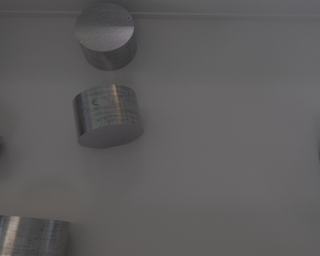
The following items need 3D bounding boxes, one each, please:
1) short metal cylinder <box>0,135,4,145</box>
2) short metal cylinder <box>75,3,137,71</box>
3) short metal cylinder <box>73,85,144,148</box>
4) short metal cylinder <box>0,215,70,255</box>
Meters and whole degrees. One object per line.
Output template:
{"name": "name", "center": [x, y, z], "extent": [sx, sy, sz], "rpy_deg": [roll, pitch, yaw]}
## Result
{"name": "short metal cylinder", "center": [-0.241, 0.016, 0.373], "extent": [0.080, 0.080, 0.050], "rpy_deg": [21, 72, 7]}
{"name": "short metal cylinder", "center": [-0.075, -0.129, 0.443], "extent": [0.081, 0.050, 0.080], "rpy_deg": [0, 70, 0]}
{"name": "short metal cylinder", "center": [-0.064, -0.012, 0.384], "extent": [0.081, 0.080, 0.050], "rpy_deg": [-12, 71, -4]}
{"name": "short metal cylinder", "center": [-0.142, 0.124, 0.334], "extent": [0.080, 0.080, 0.050], "rpy_deg": [4, 70, 1]}
